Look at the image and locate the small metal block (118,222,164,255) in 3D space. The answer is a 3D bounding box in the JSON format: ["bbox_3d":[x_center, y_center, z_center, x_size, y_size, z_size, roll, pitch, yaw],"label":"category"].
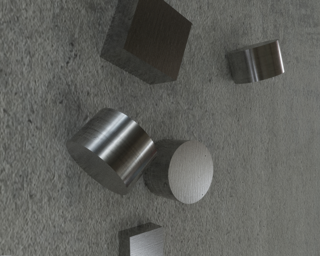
[{"bbox_3d":[-0.023,0.151,0.386,0.050,0.025,0.050,-3,92,-40],"label":"small metal block"}]

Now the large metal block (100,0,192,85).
[{"bbox_3d":[-0.015,-0.108,0.376,0.080,0.050,0.080,25,75,-37],"label":"large metal block"}]

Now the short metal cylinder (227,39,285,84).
[{"bbox_3d":[0.154,-0.107,0.498,0.081,0.080,0.050,-27,107,-37],"label":"short metal cylinder"}]

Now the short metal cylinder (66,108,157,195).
[{"bbox_3d":[-0.050,0.025,0.327,0.050,0.080,0.080,-50,120,-28],"label":"short metal cylinder"}]

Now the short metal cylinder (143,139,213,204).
[{"bbox_3d":[0.025,0.055,0.409,0.081,0.050,0.079,0,90,-40],"label":"short metal cylinder"}]
